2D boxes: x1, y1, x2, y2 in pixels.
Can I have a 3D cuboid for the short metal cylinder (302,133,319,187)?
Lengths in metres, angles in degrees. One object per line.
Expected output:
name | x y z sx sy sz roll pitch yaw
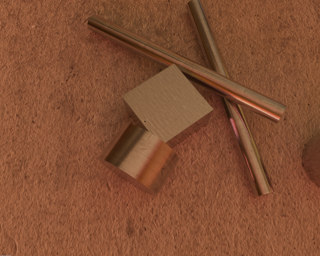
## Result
short metal cylinder | 0.227 0.037 0.383 0.081 0.050 0.080 0 70 0

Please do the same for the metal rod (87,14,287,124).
metal rod | 0.024 -0.087 0.422 0.300 0.025 0.025 30 73 17

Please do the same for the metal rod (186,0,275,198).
metal rod | 0.090 -0.054 0.428 0.025 0.025 0.299 -14 71 -5

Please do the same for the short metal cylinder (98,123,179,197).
short metal cylinder | -0.025 0.038 0.365 0.080 0.080 0.050 30 73 10

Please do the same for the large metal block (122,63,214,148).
large metal block | 0.009 -0.023 0.403 0.080 0.050 0.080 -34 74 -12
